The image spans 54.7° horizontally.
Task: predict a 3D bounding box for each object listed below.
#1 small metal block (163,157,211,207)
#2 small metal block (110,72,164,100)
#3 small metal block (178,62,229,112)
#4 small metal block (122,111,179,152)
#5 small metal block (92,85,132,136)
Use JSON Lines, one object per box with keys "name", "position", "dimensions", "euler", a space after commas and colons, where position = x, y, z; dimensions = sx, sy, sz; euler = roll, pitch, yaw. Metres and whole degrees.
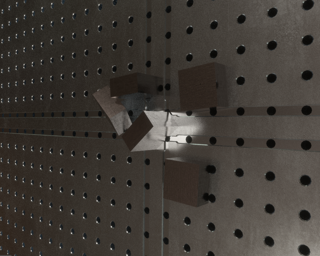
{"name": "small metal block", "position": [0.033, 0.065, 0.381], "dimensions": [0.050, 0.025, 0.050], "euler": [5, 93, 39]}
{"name": "small metal block", "position": [-0.031, -0.055, 0.417], "dimensions": [0.050, 0.050, 0.025], "euler": [-5, 87, 39]}
{"name": "small metal block", "position": [0.051, -0.047, 0.366], "dimensions": [0.050, 0.025, 0.050], "euler": [-6, 86, 39]}
{"name": "small metal block", "position": [-0.013, 0.004, 0.402], "dimensions": [0.050, 0.050, 0.025], "euler": [-47, 62, 29]}
{"name": "small metal block", "position": [-0.067, -0.025, 0.443], "dimensions": [0.025, 0.050, 0.050], "euler": [-33, 62, -10]}
